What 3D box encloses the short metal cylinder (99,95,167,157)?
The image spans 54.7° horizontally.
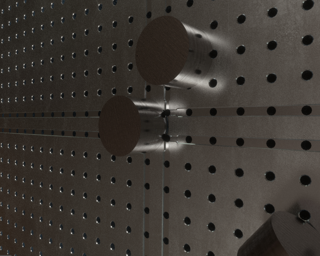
[{"bbox_3d":[-0.038,-0.003,0.422,0.080,0.050,0.079,0,90,39],"label":"short metal cylinder"}]

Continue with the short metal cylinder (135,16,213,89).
[{"bbox_3d":[0.016,-0.090,0.378,0.080,0.050,0.079,0,90,39],"label":"short metal cylinder"}]

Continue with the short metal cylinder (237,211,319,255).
[{"bbox_3d":[0.117,0.122,0.276,0.080,0.081,0.050,47,118,29],"label":"short metal cylinder"}]
